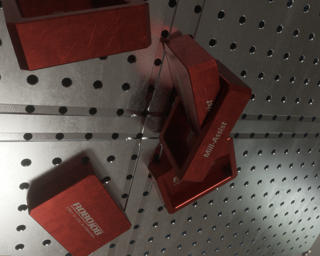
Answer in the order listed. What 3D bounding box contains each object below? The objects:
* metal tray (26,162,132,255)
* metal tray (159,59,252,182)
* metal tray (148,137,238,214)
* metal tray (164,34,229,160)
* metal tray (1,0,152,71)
[{"bbox_3d":[-0.105,0.117,0.424,0.090,0.030,0.130,-31,129,-9],"label":"metal tray"},{"bbox_3d":[0.047,-0.011,0.372,0.030,0.090,0.129,10,119,-26],"label":"metal tray"},{"bbox_3d":[0.055,0.068,0.482,0.131,0.030,0.090,-27,128,-12],"label":"metal tray"},{"bbox_3d":[0.044,-0.035,0.370,0.030,0.090,0.129,-20,127,-4],"label":"metal tray"},{"bbox_3d":[-0.073,-0.089,0.249,0.091,0.130,0.030,-17,125,-19],"label":"metal tray"}]
